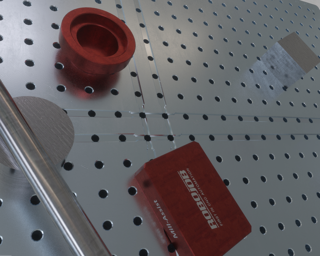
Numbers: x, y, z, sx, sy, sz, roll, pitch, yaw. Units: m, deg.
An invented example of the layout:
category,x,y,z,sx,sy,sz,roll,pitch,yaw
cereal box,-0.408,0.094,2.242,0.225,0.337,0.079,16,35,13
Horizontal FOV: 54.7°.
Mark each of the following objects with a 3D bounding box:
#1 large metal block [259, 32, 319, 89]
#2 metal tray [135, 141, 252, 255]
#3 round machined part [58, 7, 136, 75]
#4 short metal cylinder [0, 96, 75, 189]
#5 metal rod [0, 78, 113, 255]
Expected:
category,x,y,z,sx,sy,sz,roll,pitch,yaw
large metal block,0.259,-0.135,0.615,0.081,0.050,0.080,-33,80,-38
metal tray,0.040,0.089,0.373,0.091,0.030,0.130,-21,73,-36
round machined part,-0.086,-0.112,0.419,0.099,0.042,0.098,14,56,-21
short metal cylinder,-0.132,0.015,0.312,0.081,0.050,0.080,14,56,-21
metal rod,-0.117,0.017,0.270,0.025,0.025,0.299,-28,77,-37
